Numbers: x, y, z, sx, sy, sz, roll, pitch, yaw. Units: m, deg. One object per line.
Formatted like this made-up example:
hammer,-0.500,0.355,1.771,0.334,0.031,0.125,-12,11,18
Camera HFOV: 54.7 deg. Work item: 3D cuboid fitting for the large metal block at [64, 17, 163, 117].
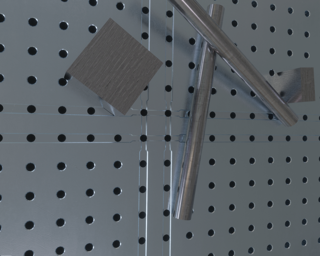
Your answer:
large metal block,-0.057,-0.070,0.378,0.080,0.050,0.080,38,78,-16

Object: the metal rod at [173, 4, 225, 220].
metal rod,0.055,-0.024,0.433,0.025,0.025,0.298,11,86,-20

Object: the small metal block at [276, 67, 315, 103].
small metal block,0.208,-0.064,0.476,0.025,0.050,0.050,-5,92,-20

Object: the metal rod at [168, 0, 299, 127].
metal rod,0.101,-0.098,0.426,0.301,0.025,0.025,39,78,-25
